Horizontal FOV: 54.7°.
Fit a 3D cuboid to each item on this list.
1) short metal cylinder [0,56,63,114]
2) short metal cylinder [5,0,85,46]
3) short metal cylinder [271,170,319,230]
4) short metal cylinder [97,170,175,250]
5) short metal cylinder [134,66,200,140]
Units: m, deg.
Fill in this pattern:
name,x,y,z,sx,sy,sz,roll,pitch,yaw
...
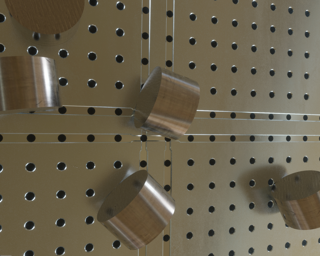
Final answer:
name,x,y,z,sx,sy,sz,roll,pitch,yaw
short metal cylinder,-0.148,-0.043,0.328,0.081,0.080,0.050,-8,93,-20
short metal cylinder,-0.130,-0.139,0.351,0.081,0.050,0.080,0,90,-20
short metal cylinder,0.216,0.106,0.463,0.080,0.080,0.050,-30,100,-18
short metal cylinder,-0.028,0.097,0.373,0.080,0.080,0.050,-45,104,-14
short metal cylinder,0.007,-0.030,0.386,0.050,0.080,0.080,19,84,-19
